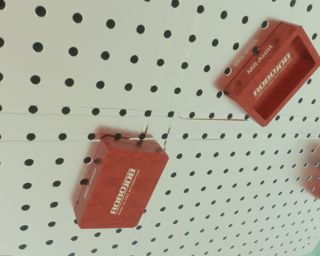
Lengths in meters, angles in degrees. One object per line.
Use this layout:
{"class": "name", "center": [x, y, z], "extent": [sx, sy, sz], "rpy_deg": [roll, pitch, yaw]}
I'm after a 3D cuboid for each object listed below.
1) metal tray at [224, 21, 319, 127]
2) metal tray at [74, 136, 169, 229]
{"class": "metal tray", "center": [0.166, -0.074, 0.451], "extent": [0.090, 0.030, 0.130], "rpy_deg": [34, 99, -38]}
{"class": "metal tray", "center": [-0.054, 0.079, 0.427], "extent": [0.091, 0.030, 0.129], "rpy_deg": [11, 113, -33]}
